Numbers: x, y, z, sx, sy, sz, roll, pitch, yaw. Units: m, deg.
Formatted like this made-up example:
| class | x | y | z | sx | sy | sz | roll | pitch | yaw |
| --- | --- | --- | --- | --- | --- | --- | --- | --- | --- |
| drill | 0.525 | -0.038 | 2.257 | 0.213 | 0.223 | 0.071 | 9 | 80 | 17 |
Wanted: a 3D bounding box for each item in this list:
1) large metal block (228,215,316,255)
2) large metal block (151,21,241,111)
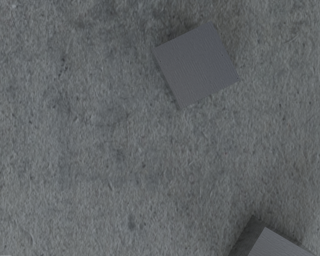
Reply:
| class | x | y | z | sx | sy | sz | roll | pitch | yaw |
| --- | --- | --- | --- | --- | --- | --- | --- | --- | --- |
| large metal block | 0.141 | 0.174 | 0.400 | 0.080 | 0.050 | 0.080 | 31 | 90 | -1 |
| large metal block | 0.043 | -0.077 | 0.398 | 0.080 | 0.050 | 0.080 | -26 | 90 | -1 |
